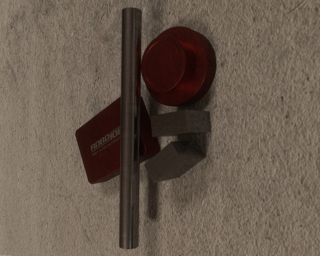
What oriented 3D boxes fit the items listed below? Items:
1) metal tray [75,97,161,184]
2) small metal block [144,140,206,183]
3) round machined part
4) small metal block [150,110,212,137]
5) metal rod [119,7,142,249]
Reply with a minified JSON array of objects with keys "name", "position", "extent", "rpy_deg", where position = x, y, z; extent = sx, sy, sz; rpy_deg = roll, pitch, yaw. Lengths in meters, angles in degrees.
[{"name":"metal tray","position":[-0.067,0.019,0.455],"extent":[0.130,0.030,0.090],"rpy_deg":[-31,71,35]},{"name":"small metal block","position":[0.018,0.040,0.372],"extent":[0.050,0.050,0.025],"rpy_deg":[-43,64,31]},{"name":"round machined part","position":[0.015,-0.076,0.380],"extent":[0.098,0.042,0.097],"rpy_deg":[0,90,39]},{"name":"small metal block","position":[0.025,-0.005,0.366],"extent":[0.050,0.050,0.025],"rpy_deg":[-9,85,39]},{"name":"metal rod","position":[-0.038,0.001,0.394],"extent":[0.025,0.025,0.298],"rpy_deg":[1,91,39]}]
